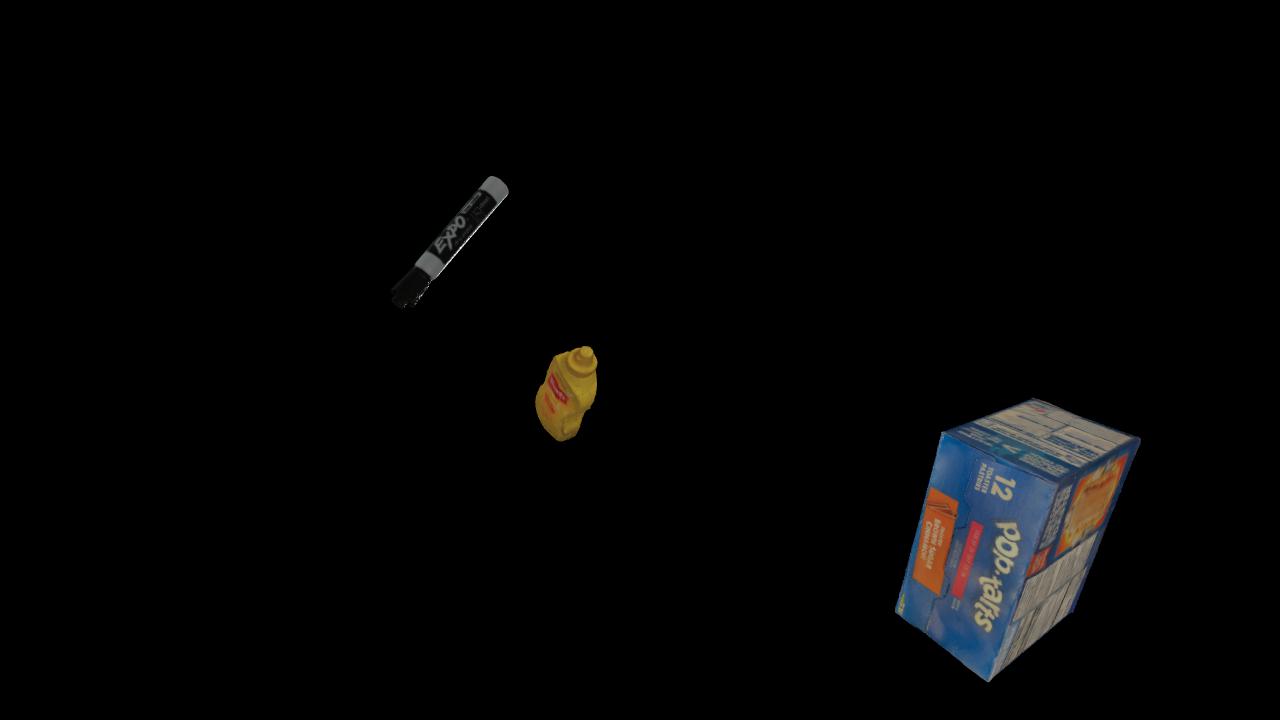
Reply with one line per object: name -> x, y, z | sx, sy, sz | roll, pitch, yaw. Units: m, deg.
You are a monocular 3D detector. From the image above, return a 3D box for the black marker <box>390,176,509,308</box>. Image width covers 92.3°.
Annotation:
black marker -> -0.135, -0.084, 0.439 | 0.020, 0.121, 0.020 | 26, -25, 13

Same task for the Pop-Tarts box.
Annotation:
Pop-Tarts box -> 0.289, 0.131, 0.477 | 0.141, 0.167, 0.083 | -11, 24, -33

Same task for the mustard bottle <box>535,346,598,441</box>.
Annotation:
mustard bottle -> -0.100, 0.038, 0.881 | 0.054, 0.092, 0.184 | -10, -28, -30
